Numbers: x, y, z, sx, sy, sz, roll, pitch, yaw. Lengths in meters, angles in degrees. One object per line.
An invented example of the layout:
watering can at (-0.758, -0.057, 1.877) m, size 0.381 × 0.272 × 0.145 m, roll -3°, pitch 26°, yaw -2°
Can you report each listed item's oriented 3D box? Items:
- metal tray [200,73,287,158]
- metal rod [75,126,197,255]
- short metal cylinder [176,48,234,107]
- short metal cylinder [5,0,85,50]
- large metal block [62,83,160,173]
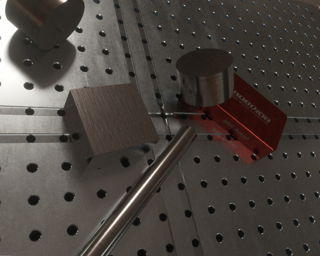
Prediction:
metal tray at (0.136, -0.025, 0.496) m, size 0.130 × 0.030 × 0.090 m, roll 39°, pitch 51°, yaw -3°
metal rod at (-0.038, 0.093, 0.331) m, size 0.025 × 0.025 × 0.301 m, roll 42°, pitch 51°, yaw 0°
short metal cylinder at (0.066, -0.075, 0.450) m, size 0.080 × 0.050 × 0.080 m, roll -7°, pitch 39°, yaw 6°
short metal cylinder at (-0.141, -0.145, 0.386) m, size 0.050 × 0.080 × 0.080 m, roll 41°, pitch 51°, yaw -1°
large metal block at (-0.059, -0.003, 0.363) m, size 0.081 × 0.050 × 0.080 m, roll -12°, pitch 68°, yaw -33°
